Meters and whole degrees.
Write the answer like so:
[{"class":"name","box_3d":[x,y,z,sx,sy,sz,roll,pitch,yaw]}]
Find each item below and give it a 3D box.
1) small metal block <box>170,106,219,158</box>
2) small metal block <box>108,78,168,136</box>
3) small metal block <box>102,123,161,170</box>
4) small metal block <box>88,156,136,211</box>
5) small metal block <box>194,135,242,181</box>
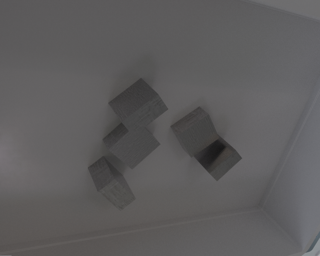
[{"class":"small metal block","box_3d":[0.050,0.006,0.440,0.050,0.025,0.050,-35,129,-5]},{"class":"small metal block","box_3d":[-0.026,-0.026,0.362,0.050,0.050,0.025,-38,129,-3]},{"class":"small metal block","box_3d":[-0.036,0.018,0.400,0.050,0.025,0.050,-42,130,1]},{"class":"small metal block","box_3d":[-0.063,0.072,0.402,0.025,0.050,0.050,-38,129,-3]},{"class":"small metal block","box_3d":[0.085,0.043,0.465,0.050,0.050,0.025,-43,129,1]}]
